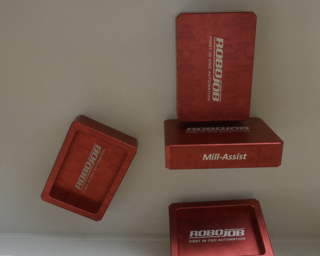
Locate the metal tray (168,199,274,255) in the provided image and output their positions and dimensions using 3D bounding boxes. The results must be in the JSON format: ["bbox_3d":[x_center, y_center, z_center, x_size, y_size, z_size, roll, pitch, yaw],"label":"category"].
[{"bbox_3d":[0.079,0.148,0.429,0.131,0.090,0.030,-3,137,1],"label":"metal tray"}]

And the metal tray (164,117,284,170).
[{"bbox_3d":[0.071,0.016,0.382,0.131,0.090,0.030,-1,110,0],"label":"metal tray"}]

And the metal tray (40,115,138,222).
[{"bbox_3d":[-0.097,0.058,0.428,0.090,0.030,0.129,25,108,-9],"label":"metal tray"}]

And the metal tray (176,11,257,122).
[{"bbox_3d":[0.066,-0.074,0.382,0.091,0.030,0.129,-2,110,0],"label":"metal tray"}]
